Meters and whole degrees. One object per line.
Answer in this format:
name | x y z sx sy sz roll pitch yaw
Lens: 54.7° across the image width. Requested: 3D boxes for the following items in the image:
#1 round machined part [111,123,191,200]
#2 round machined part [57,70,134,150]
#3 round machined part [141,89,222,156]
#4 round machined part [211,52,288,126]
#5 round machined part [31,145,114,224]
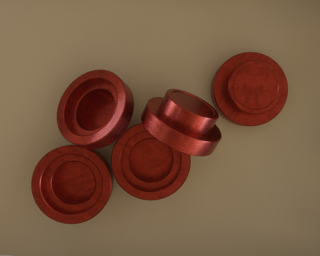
round machined part | -0.011 0.041 0.403 0.099 0.042 0.097 0 90 -1
round machined part | -0.076 -0.020 0.388 0.098 0.042 0.098 -8 68 21
round machined part | 0.031 -0.012 0.371 0.098 0.098 0.042 26 114 -1
round machined part | 0.119 -0.051 0.405 0.099 0.042 0.097 0 90 -1
round machined part | -0.109 0.070 0.402 0.099 0.042 0.097 0 90 -1
